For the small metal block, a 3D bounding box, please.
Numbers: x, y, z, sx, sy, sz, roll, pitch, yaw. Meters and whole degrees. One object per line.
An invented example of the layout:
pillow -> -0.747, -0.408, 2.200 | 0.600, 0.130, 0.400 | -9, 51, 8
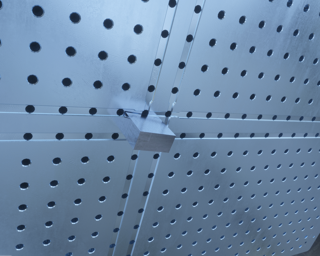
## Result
small metal block -> -0.016, 0.006, 0.391 | 0.050, 0.050, 0.025 | 8, 114, -32
